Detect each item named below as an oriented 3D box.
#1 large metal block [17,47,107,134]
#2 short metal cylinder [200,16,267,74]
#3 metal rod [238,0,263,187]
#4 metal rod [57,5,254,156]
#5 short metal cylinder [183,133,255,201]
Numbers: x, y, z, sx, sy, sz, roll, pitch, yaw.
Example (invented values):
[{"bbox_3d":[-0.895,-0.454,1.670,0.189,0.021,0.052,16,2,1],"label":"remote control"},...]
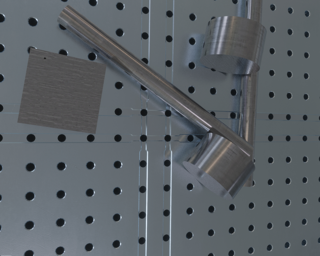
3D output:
[{"bbox_3d":[-0.112,-0.039,0.358,0.081,0.050,0.080,10,87,-20],"label":"large metal block"},{"bbox_3d":[0.099,-0.109,0.420,0.081,0.080,0.050,13,86,-20],"label":"short metal cylinder"},{"bbox_3d":[0.133,-0.064,0.461,0.025,0.025,0.298,4,89,-20],"label":"metal rod"},{"bbox_3d":[0.004,-0.051,0.403,0.301,0.025,0.025,36,79,-13],"label":"metal rod"},{"bbox_3d":[0.078,0.051,0.412,0.080,0.080,0.050,44,76,-15],"label":"short metal cylinder"}]
